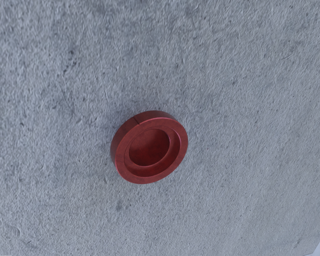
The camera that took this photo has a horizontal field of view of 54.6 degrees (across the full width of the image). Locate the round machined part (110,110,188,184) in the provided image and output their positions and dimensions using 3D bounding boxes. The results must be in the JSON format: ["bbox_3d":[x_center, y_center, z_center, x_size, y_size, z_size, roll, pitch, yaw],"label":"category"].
[{"bbox_3d":[-0.017,0.021,0.399,0.099,0.042,0.097,-14,124,-21],"label":"round machined part"}]
